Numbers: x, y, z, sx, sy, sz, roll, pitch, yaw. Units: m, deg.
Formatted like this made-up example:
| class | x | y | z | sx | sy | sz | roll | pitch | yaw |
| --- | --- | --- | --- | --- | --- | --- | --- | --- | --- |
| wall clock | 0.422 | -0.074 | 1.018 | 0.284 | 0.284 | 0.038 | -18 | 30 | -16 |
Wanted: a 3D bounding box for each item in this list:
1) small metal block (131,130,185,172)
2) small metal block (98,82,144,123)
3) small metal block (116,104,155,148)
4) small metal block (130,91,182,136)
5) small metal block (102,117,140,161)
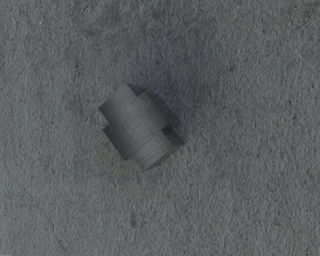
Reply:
| class | x | y | z | sx | sy | sz | roll | pitch | yaw |
| --- | --- | --- | --- | --- | --- | --- | --- | --- | --- |
| small metal block | -0.001 | 0.028 | 0.396 | 0.050 | 0.050 | 0.025 | -41 | 78 | 15 |
| small metal block | -0.045 | -0.031 | 0.411 | 0.050 | 0.050 | 0.025 | -41 | 78 | 15 |
| small metal block | -0.023 | -0.002 | 0.403 | 0.025 | 0.050 | 0.050 | -42 | 77 | 15 |
| small metal block | -0.004 | -0.018 | 0.397 | 0.025 | 0.050 | 0.050 | -42 | 77 | 15 |
| small metal block | -0.041 | 0.014 | 0.410 | 0.025 | 0.050 | 0.050 | -42 | 77 | 15 |
